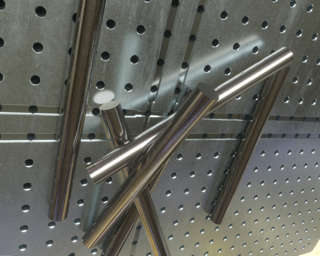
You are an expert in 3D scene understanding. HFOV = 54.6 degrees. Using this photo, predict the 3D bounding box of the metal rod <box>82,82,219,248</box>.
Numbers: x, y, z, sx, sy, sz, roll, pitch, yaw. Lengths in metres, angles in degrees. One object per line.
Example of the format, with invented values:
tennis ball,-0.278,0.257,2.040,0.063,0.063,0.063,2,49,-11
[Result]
metal rod,-0.028,0.065,0.378,0.025,0.025,0.298,11,131,-33

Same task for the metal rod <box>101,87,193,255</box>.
metal rod,-0.017,0.079,0.449,0.025,0.025,0.298,15,110,-34

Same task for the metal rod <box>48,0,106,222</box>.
metal rod,-0.096,-0.017,0.347,0.025,0.025,0.298,2,118,-29

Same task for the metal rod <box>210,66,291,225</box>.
metal rod,0.141,0.038,0.510,0.025,0.025,0.298,1,118,-29

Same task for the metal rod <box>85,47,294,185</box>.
metal rod,0.046,-0.022,0.387,0.301,0.025,0.025,-32,129,-13

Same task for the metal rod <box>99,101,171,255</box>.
metal rod,-0.023,0.102,0.429,0.025,0.025,0.299,-23,117,-14
